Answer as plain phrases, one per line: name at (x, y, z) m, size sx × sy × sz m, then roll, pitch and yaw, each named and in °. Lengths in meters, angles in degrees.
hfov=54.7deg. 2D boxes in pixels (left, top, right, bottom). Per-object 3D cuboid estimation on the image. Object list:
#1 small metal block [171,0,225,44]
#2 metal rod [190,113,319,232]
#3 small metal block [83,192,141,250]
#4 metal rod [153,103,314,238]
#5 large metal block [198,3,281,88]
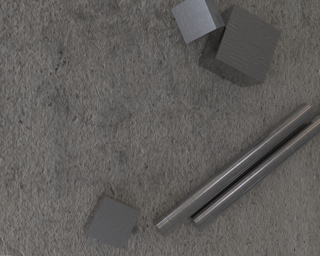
small metal block at (0.050, -0.147, 0.411) m, size 0.025 × 0.050 × 0.050 m, roll -35°, pitch 103°, yaw -46°
metal rod at (0.168, 0.053, 0.471) m, size 0.302 × 0.025 × 0.025 m, roll -34°, pitch 101°, yaw -17°
small metal block at (-0.060, 0.115, 0.387) m, size 0.050 × 0.025 × 0.050 m, roll 30°, pitch 80°, yaw -18°
metal rod at (0.117, 0.053, 0.452) m, size 0.301 × 0.025 × 0.025 m, roll -35°, pitch 102°, yaw -17°
large metal block at (0.111, -0.112, 0.437) m, size 0.080 × 0.050 × 0.080 m, roll 23°, pitch 83°, yaw -19°
